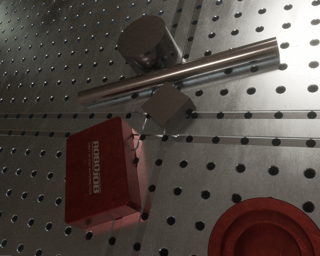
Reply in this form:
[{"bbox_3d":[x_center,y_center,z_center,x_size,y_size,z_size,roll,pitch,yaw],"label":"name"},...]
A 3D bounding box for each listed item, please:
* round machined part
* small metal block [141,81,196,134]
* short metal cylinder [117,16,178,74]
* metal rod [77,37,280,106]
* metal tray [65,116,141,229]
[{"bbox_3d":[0.096,0.115,0.276,0.098,0.042,0.098,-13,56,20],"label":"round machined part"},{"bbox_3d":[0.011,-0.028,0.418,0.050,0.025,0.050,-46,51,-4],"label":"small metal block"},{"bbox_3d":[-0.018,-0.125,0.477,0.080,0.050,0.080,-13,57,20],"label":"short metal cylinder"},{"bbox_3d":[0.012,-0.075,0.446,0.301,0.025,0.025,-12,57,21],"label":"metal rod"},{"bbox_3d":[-0.079,0.056,0.410,0.090,0.030,0.130,-21,54,15],"label":"metal tray"}]
